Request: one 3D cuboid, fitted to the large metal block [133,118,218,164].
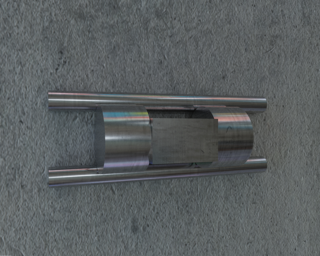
[{"bbox_3d":[0.016,0.014,0.384,0.081,0.080,0.050,0,90,-20],"label":"large metal block"}]

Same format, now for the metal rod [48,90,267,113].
[{"bbox_3d":[0.011,-0.033,0.414,0.303,0.025,0.025,-1,91,-20],"label":"metal rod"}]

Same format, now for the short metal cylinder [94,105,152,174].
[{"bbox_3d":[-0.046,0.013,0.363,0.050,0.080,0.079,-1,91,-20],"label":"short metal cylinder"}]

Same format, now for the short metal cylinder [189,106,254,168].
[{"bbox_3d":[0.078,0.012,0.409,0.050,0.080,0.079,-1,91,-20],"label":"short metal cylinder"}]

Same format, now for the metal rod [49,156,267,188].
[{"bbox_3d":[0.012,0.056,0.415,0.303,0.025,0.025,-1,91,-20],"label":"metal rod"}]
